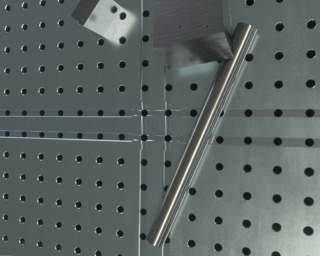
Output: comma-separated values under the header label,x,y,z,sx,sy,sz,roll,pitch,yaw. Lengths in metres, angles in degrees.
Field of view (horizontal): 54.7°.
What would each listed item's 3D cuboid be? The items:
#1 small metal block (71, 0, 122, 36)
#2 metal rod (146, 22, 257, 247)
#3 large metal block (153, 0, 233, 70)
label,x,y,z,sx,sy,sz,roll,pitch,yaw
small metal block,-0.087,-0.162,0.429,0.025,0.050,0.050,40,103,15
metal rod,0.050,0.014,0.394,0.025,0.025,0.298,25,98,18
large metal block,0.040,-0.123,0.370,0.080,0.050,0.080,-7,67,21
